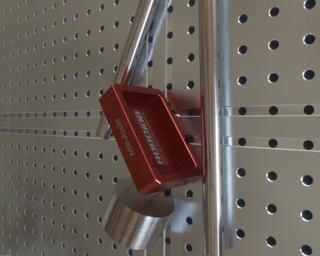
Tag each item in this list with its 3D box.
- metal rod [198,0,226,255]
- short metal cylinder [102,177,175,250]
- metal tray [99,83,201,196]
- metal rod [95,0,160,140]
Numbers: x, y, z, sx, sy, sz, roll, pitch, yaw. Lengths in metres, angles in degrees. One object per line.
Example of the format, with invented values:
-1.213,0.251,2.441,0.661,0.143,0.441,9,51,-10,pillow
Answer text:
0.060,-0.006,0.359,0.025,0.025,0.298,-2,89,40,metal rod
-0.028,0.107,0.397,0.080,0.081,0.050,36,112,34,short metal cylinder
-0.010,0.010,0.375,0.030,0.091,0.130,-40,66,33,metal tray
-0.036,-0.120,0.438,0.025,0.025,0.298,34,111,35,metal rod
